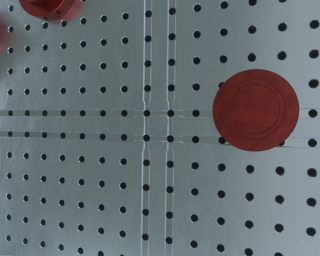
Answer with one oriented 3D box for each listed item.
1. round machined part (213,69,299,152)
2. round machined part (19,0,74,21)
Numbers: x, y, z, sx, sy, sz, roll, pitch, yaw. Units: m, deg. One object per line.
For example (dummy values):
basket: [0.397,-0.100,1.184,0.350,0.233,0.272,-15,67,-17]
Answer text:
round machined part: [0.111,-0.021,0.365,0.098,0.042,0.097,0,90,20]
round machined part: [-0.178,-0.217,0.467,0.098,0.042,0.097,0,90,20]
